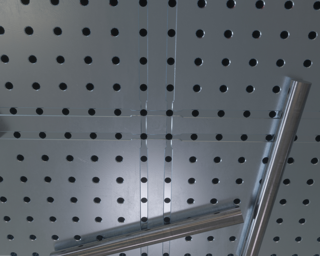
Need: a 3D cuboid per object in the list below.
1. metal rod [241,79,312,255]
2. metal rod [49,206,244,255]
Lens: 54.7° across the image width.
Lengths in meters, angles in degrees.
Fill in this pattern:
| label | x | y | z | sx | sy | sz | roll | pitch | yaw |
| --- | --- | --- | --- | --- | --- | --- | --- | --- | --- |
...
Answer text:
| label | x | y | z | sx | sy | sz | roll | pitch | yaw |
| --- | --- | --- | --- | --- | --- | --- | --- | --- | --- |
| metal rod | 0.159 | 0.079 | 0.443 | 0.025 | 0.025 | 0.298 | 7 | 110 | -3 |
| metal rod | -0.023 | 0.168 | 0.475 | 0.301 | 0.025 | 0.025 | -15 | 110 | 5 |
